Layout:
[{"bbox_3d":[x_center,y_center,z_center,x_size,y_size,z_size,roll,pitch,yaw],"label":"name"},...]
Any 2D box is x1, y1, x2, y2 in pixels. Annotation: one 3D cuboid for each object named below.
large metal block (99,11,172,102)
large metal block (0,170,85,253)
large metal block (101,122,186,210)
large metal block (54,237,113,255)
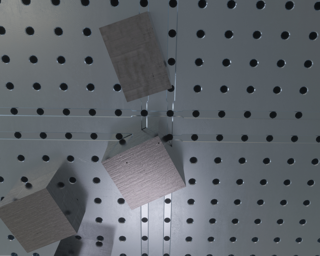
[{"bbox_3d":[-0.024,-0.084,0.353,0.050,0.080,0.080,-17,109,6],"label":"large metal block"},{"bbox_3d":[-0.167,0.118,0.442,0.080,0.050,0.080,-23,109,8],"label":"large metal block"},{"bbox_3d":[-0.020,0.051,0.419,0.080,0.050,0.080,-25,108,9],"label":"large metal block"},{"bbox_3d":[-0.122,0.222,0.481,0.080,0.050,0.079,12,110,-5],"label":"large metal block"}]
